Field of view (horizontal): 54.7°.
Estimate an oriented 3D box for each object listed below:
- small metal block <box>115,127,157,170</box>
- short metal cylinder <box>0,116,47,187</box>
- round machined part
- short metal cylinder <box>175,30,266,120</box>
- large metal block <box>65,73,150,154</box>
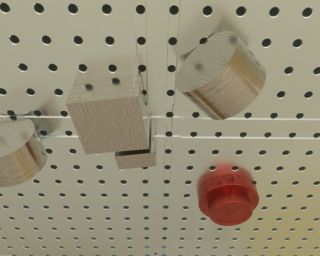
[{"bbox_3d":[-0.031,0.027,0.418,0.050,0.050,0.025,-6,130,5],"label":"small metal block"},{"bbox_3d":[-0.194,0.029,0.398,0.080,0.080,0.050,-4,130,3],"label":"short metal cylinder"},{"bbox_3d":[0.113,0.124,0.507,0.099,0.042,0.097,0,130,0],"label":"round machined part"},{"bbox_3d":[0.063,-0.055,0.329,0.080,0.080,0.050,-36,121,27],"label":"short metal cylinder"},{"bbox_3d":[-0.059,-0.016,0.381,0.080,0.050,0.080,-5,130,4],"label":"large metal block"}]
